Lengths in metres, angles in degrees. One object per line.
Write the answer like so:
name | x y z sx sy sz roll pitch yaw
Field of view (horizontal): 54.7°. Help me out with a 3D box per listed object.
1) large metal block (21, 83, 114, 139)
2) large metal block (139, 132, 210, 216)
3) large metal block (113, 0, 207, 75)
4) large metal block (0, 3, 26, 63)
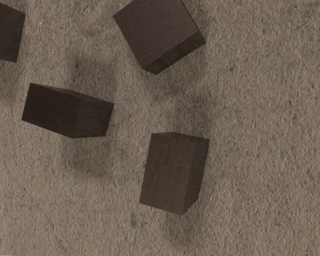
large metal block | -0.122 -0.023 0.421 0.080 0.080 0.050 18 96 19
large metal block | 0.020 0.049 0.372 0.050 0.080 0.079 12 94 19
large metal block | 0.001 -0.126 0.395 0.080 0.050 0.080 -31 80 17
large metal block | -0.261 -0.150 0.469 0.050 0.080 0.079 14 95 19
